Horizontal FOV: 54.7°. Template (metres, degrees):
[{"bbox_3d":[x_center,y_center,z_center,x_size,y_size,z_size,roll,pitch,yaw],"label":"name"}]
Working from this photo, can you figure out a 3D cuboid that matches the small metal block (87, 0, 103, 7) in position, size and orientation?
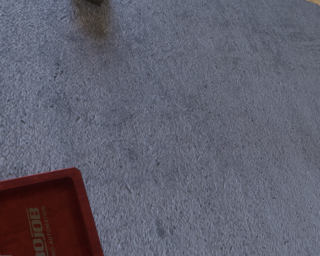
[{"bbox_3d":[-0.106,-0.225,0.484,0.050,0.025,0.050,23,53,-14],"label":"small metal block"}]

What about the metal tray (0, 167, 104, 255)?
[{"bbox_3d":[-0.104,0.107,0.279,0.091,0.030,0.130,-8,66,-32],"label":"metal tray"}]
